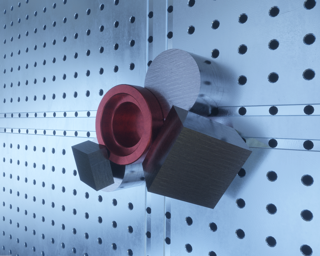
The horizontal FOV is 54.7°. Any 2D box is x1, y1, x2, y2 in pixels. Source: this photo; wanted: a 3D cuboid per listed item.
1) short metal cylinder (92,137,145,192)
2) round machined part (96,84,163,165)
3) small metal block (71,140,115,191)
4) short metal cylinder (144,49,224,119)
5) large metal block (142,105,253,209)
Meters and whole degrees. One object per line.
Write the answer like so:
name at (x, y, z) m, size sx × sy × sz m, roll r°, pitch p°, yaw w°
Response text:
short metal cylinder at (-0.059, 0.047, 0.441) m, size 0.080 × 0.050 × 0.079 m, roll 0°, pitch 90°, yaw 40°
round machined part at (-0.033, -0.004, 0.387) m, size 0.098 × 0.042 × 0.097 m, roll 0°, pitch 90°, yaw 40°
small metal block at (-0.087, 0.047, 0.400) m, size 0.050 × 0.025 × 0.050 m, roll 13°, pitch 118°, yaw 51°
short metal cylinder at (0.028, -0.050, 0.370) m, size 0.080 × 0.050 × 0.079 m, roll 0°, pitch 90°, yaw 40°
large metal block at (0.036, 0.032, 0.335) m, size 0.080 × 0.081 × 0.050 m, roll -62°, pitch 21°, yaw 21°
